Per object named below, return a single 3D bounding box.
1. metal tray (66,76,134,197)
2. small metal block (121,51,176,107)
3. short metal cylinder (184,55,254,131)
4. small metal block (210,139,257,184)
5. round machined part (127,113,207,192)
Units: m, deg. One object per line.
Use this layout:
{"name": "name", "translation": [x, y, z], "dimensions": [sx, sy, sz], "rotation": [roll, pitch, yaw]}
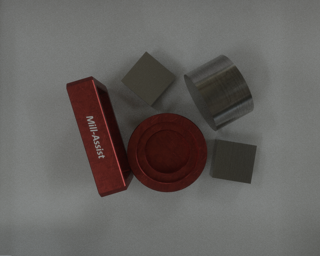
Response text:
{"name": "metal tray", "translation": [-0.069, 0.009, 0.376], "dimensions": [0.030, 0.090, 0.129], "rotation": [-17, 90, 0]}
{"name": "small metal block", "translation": [-0.015, -0.063, 0.409], "dimensions": [0.050, 0.025, 0.050], "rotation": [40, 90, 1]}
{"name": "short metal cylinder", "translation": [0.071, -0.043, 0.383], "dimensions": [0.050, 0.080, 0.080], "rotation": [-29, 90, 0]}
{"name": "small metal block", "translation": [0.096, 0.043, 0.411], "dimensions": [0.050, 0.025, 0.050], "rotation": [9, 89, 1]}
{"name": "round machined part", "translation": [0.009, 0.030, 0.400], "dimensions": [0.099, 0.042, 0.097], "rotation": [0, 90, -1]}
